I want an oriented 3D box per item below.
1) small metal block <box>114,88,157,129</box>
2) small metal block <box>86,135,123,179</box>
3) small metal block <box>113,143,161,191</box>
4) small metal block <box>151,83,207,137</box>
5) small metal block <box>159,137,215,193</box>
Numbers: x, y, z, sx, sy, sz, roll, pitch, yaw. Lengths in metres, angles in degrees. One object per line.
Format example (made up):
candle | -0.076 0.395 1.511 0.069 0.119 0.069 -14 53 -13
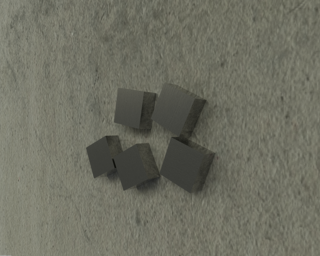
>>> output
small metal block | -0.035 -0.028 0.432 0.050 0.025 0.050 14 99 39
small metal block | -0.082 0.044 0.470 0.050 0.025 0.050 -29 72 36
small metal block | -0.033 0.054 0.430 0.050 0.025 0.050 -31 71 35
small metal block | 0.022 -0.023 0.385 0.050 0.025 0.050 33 110 34
small metal block | 0.032 0.043 0.377 0.050 0.025 0.050 27 107 36
